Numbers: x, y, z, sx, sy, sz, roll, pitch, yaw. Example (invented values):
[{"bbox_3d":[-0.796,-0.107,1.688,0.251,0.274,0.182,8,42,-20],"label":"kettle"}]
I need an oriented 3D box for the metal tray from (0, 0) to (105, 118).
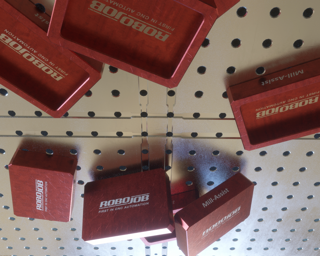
[{"bbox_3d":[-0.139,-0.077,0.341,0.130,0.030,0.090,37,121,-27],"label":"metal tray"}]

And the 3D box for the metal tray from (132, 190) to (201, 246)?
[{"bbox_3d":[0.019,0.160,0.544,0.130,0.030,0.090,-17,128,14],"label":"metal tray"}]

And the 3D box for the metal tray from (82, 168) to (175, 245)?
[{"bbox_3d":[-0.049,0.117,0.464,0.130,0.090,0.030,-12,147,10],"label":"metal tray"}]

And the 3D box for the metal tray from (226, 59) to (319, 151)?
[{"bbox_3d":[0.159,-0.027,0.386,0.130,0.030,0.090,-17,128,14],"label":"metal tray"}]

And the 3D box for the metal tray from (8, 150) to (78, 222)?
[{"bbox_3d":[-0.182,0.095,0.488,0.091,0.030,0.129,10,130,-9],"label":"metal tray"}]

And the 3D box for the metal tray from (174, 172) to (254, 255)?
[{"bbox_3d":[0.085,0.135,0.479,0.131,0.030,0.090,-27,134,-22],"label":"metal tray"}]

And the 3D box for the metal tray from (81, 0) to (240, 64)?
[{"bbox_3d":[0.000,-0.123,0.303,0.130,0.030,0.090,-34,123,25],"label":"metal tray"}]

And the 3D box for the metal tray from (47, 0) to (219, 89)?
[{"bbox_3d":[-0.025,-0.099,0.283,0.131,0.030,0.089,19,128,-16],"label":"metal tray"}]
